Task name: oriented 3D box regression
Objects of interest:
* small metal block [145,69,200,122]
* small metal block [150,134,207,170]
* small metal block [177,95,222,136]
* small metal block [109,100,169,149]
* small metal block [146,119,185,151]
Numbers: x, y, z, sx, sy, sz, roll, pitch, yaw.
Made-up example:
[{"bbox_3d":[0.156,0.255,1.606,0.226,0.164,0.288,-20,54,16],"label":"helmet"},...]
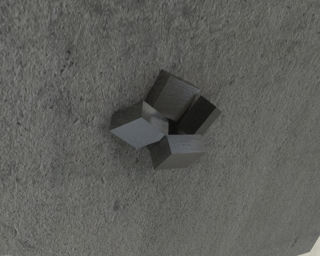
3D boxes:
[{"bbox_3d":[0.014,-0.040,0.393,0.050,0.025,0.050,19,108,-36],"label":"small metal block"},{"bbox_3d":[0.022,0.031,0.394,0.050,0.025,0.050,0,151,-29],"label":"small metal block"},{"bbox_3d":[0.054,-0.013,0.418,0.050,0.025,0.050,-52,162,8],"label":"small metal block"},{"bbox_3d":[-0.025,-0.003,0.380,0.050,0.025,0.050,-21,139,31],"label":"small metal block"},{"bbox_3d":[0.015,0.020,0.431,0.050,0.025,0.050,-48,129,5],"label":"small metal block"}]
